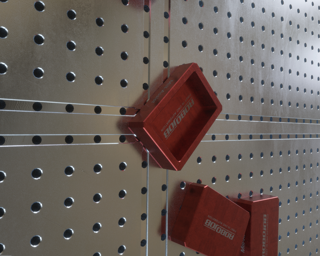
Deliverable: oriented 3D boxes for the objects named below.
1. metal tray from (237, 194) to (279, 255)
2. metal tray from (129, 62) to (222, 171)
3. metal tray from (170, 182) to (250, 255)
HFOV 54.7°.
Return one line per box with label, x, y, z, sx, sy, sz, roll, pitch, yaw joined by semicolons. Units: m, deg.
metal tray;0.176;0.190;0.558;0.091;0.030;0.129;3;88;-40
metal tray;0.028;-0.017;0.431;0.130;0.030;0.090;-52;121;-28
metal tray;0.082;0.151;0.478;0.130;0.030;0.090;36;68;-34
